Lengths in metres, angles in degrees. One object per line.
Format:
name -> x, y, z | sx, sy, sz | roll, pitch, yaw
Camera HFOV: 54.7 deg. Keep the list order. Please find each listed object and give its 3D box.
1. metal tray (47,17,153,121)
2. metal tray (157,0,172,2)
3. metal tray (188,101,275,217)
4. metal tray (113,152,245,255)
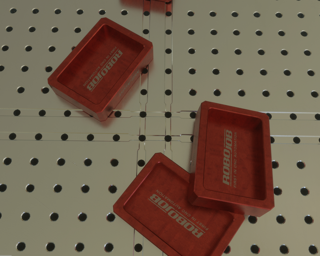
metal tray -> -0.081, -0.086, 0.439 | 0.090, 0.030, 0.130 | 31, 73, 10
metal tray -> -0.012, -0.274, 0.509 | 0.090, 0.030, 0.130 | 12, 70, 4
metal tray -> 0.086, 0.034, 0.377 | 0.091, 0.030, 0.130 | 12, 57, -4
metal tray -> 0.022, 0.102, 0.371 | 0.130, 0.030, 0.090 | 36, 73, 11
